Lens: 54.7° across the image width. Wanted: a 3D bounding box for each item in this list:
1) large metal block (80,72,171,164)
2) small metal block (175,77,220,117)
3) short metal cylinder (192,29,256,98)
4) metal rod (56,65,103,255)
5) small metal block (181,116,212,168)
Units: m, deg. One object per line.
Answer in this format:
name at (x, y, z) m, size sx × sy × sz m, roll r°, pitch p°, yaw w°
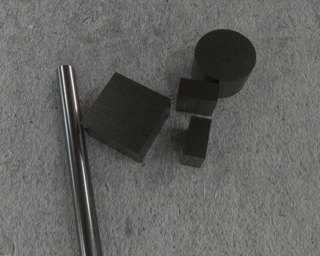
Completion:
large metal block at (-0.041, -0.012, 0.399) m, size 0.080 × 0.050 × 0.080 m, roll 27°, pitch 72°, yaw 9°
small metal block at (0.049, -0.040, 0.410) m, size 0.050 × 0.050 × 0.025 m, roll 10°, pitch 71°, yaw 3°
short metal cylinder at (0.086, -0.088, 0.428) m, size 0.081 × 0.050 × 0.080 m, roll 0°, pitch 70°, yaw 0°
metal rod at (-0.100, 0.055, 0.386) m, size 0.025 × 0.025 × 0.299 m, roll -12°, pitch 71°, yaw -5°
small metal block at (0.045, 0.019, 0.389) m, size 0.025 × 0.050 × 0.050 m, roll 11°, pitch 70°, yaw 4°
